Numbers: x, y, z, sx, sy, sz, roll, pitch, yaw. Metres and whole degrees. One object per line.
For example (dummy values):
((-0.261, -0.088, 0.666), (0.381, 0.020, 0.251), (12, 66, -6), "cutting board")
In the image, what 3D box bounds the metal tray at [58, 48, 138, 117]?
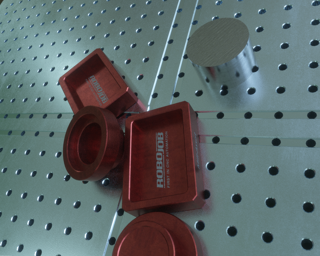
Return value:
((-0.103, -0.062, 0.494), (0.090, 0.030, 0.130), (-38, 51, 2), "metal tray")

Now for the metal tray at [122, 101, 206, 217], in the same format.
((0.002, 0.036, 0.380), (0.090, 0.030, 0.130), (-14, 56, 19), "metal tray")

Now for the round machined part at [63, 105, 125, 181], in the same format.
((-0.084, 0.022, 0.412), (0.098, 0.042, 0.098), (-13, 70, 41), "round machined part")

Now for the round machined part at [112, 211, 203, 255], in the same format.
((-0.009, 0.134, 0.318), (0.098, 0.042, 0.098), (-13, 56, 20), "round machined part")

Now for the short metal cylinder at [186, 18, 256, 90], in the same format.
((0.081, -0.097, 0.409), (0.080, 0.050, 0.080), (-13, 56, 20), "short metal cylinder")
